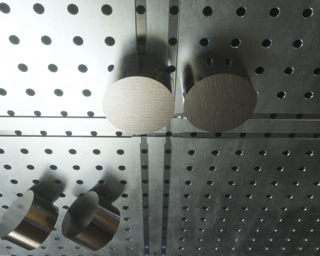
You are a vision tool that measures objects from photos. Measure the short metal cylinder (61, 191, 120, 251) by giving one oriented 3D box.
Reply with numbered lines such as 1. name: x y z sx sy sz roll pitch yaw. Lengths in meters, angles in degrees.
1. short metal cylinder: -0.112 0.150 0.502 0.080 0.080 0.050 -29 124 22

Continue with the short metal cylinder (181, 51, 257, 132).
1. short metal cylinder: 0.066 -0.041 0.361 0.081 0.050 0.079 0 130 0

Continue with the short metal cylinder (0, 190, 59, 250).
1. short metal cylinder: -0.211 0.148 0.499 0.080 0.080 0.050 -31 124 23

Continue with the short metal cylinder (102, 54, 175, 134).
1. short metal cylinder: -0.024 -0.039 0.362 0.081 0.050 0.079 0 130 0
